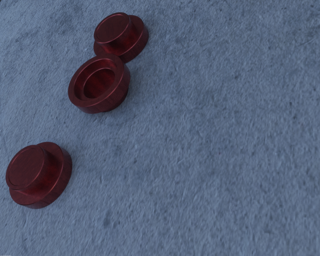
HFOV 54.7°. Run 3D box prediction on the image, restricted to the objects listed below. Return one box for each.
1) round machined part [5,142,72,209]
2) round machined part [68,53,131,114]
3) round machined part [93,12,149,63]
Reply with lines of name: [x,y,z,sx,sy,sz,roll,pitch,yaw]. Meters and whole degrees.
round machined part: [-0.180,0.063,0.446,0.098,0.042,0.098,-13,56,20]
round machined part: [-0.088,-0.063,0.476,0.098,0.042,0.098,-13,56,20]
round machined part: [-0.072,-0.156,0.525,0.098,0.042,0.098,-13,56,20]
